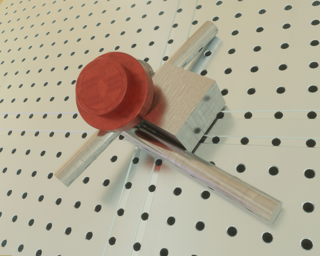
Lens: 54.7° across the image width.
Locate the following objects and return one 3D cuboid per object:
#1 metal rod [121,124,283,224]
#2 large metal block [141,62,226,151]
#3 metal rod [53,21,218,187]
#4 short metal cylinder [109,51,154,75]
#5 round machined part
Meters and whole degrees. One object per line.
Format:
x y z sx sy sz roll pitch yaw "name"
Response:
0.005 0.026 0.387 0.300 0.025 0.025 28 77 37 "metal rod"
0.022 -0.027 0.391 0.080 0.050 0.080 29 77 37 "large metal block"
-0.023 -0.042 0.420 0.025 0.025 0.301 31 71 37 "metal rod"
-0.053 -0.063 0.437 0.050 0.080 0.080 28 77 37 "short metal cylinder"
-0.061 -0.045 0.371 0.098 0.042 0.097 -3 80 20 "round machined part"
